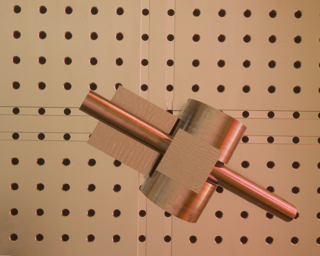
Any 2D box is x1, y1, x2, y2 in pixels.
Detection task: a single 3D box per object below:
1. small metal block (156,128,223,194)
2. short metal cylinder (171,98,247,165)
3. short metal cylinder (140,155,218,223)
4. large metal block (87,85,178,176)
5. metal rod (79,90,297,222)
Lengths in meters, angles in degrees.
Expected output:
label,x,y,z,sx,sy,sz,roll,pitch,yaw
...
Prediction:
label,x,y,z,sx,sy,sz,roll,pitch,yaw
small metal block,0.031,0.035,0.331,0.050,0.025,0.050,29,90,8
short metal cylinder,0.059,0.004,0.383,0.080,0.080,0.050,28,90,0
short metal cylinder,0.023,0.072,0.382,0.080,0.080,0.050,30,90,0
large metal block,-0.033,0.003,0.395,0.080,0.050,0.080,29,90,0
metal rod,0.046,0.041,0.371,0.301,0.025,0.025,30,90,-16
